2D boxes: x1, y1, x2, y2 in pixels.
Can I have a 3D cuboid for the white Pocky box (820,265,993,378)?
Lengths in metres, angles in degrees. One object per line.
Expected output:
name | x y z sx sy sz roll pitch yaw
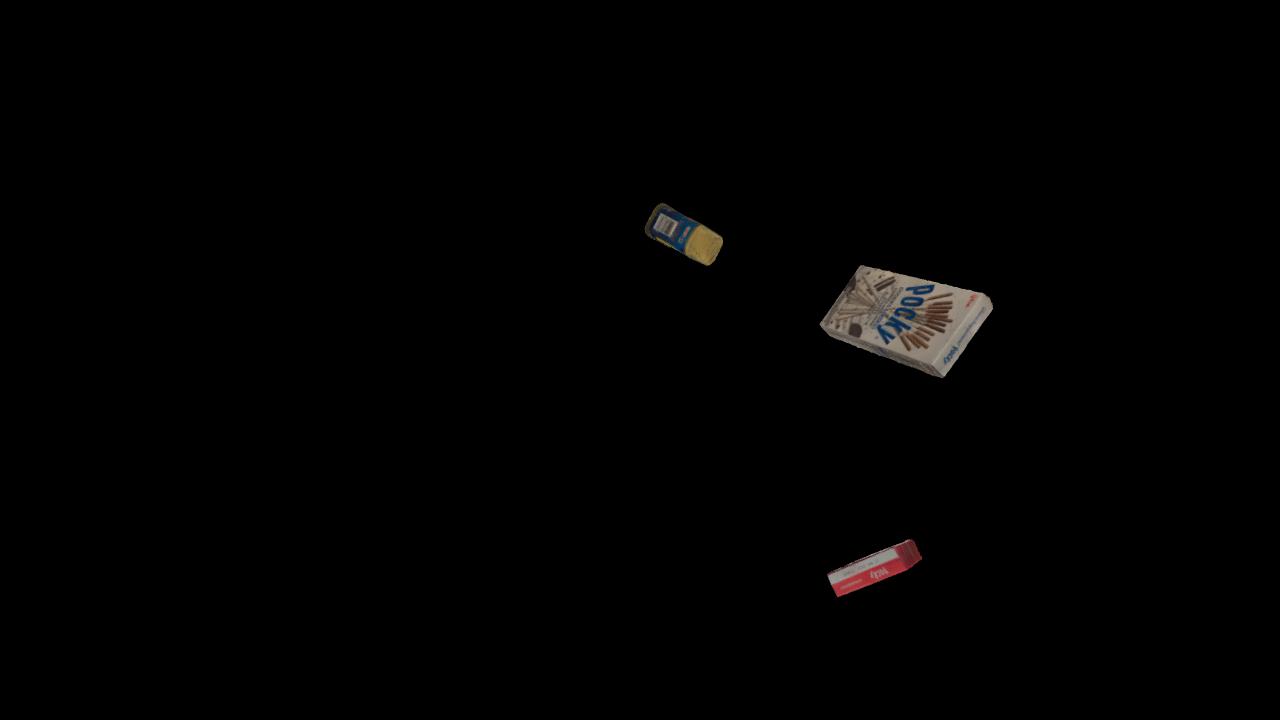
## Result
white Pocky box | 0.260 -0.043 0.620 0.028 0.084 0.154 35 0 -31

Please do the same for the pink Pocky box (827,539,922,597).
pink Pocky box | 0.283 0.245 0.733 0.084 0.029 0.155 -31 -25 21

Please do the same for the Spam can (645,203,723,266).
Spam can | 0.072 -0.197 0.975 0.085 0.058 0.101 36 14 31
